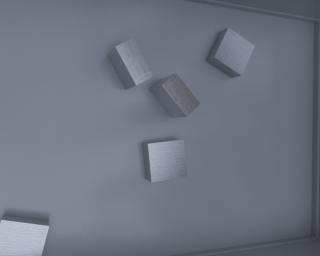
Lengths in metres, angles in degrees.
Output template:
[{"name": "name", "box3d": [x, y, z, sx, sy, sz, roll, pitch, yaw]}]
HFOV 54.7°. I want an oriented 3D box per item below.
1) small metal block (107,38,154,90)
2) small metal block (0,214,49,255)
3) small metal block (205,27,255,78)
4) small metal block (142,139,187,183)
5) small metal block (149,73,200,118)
[{"name": "small metal block", "box3d": [-0.038, -0.078, 0.384, 0.025, 0.050, 0.050, -32, 101, -17]}, {"name": "small metal block", "box3d": [-0.159, 0.129, 0.352, 0.050, 0.025, 0.050, 15, 85, -20]}, {"name": "small metal block", "box3d": [0.102, -0.108, 0.450, 0.050, 0.025, 0.050, 29, 80, -18]}, {"name": "small metal block", "box3d": [0.006, 0.042, 0.414, 0.050, 0.025, 0.050, -6, 92, -20]}, {"name": "small metal block", "box3d": [0.018, -0.041, 0.405, 0.025, 0.050, 0.050, -43, 104, -15]}]
